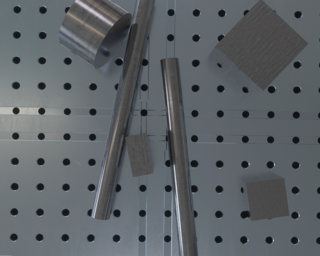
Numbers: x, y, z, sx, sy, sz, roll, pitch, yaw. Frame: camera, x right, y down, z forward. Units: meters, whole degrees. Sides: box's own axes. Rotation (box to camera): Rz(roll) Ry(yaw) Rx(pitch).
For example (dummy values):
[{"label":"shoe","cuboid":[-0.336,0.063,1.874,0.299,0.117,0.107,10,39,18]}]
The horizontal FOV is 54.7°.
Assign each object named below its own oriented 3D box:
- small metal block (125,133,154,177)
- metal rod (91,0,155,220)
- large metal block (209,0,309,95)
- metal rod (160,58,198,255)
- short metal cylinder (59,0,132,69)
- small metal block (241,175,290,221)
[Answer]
[{"label":"small metal block","cuboid":[-0.025,0.033,0.401,0.025,0.050,0.050,-11,90,0]},{"label":"metal rod","cuboid":[-0.049,-0.028,0.412,0.025,0.025,0.298,12,90,0]},{"label":"large metal block","cuboid":[0.124,-0.102,0.402,0.080,0.050,0.080,43,90,0]},{"label":"metal rod","cuboid":[0.027,0.057,0.413,0.025,0.025,0.298,-6,90,0]},{"label":"short metal cylinder","cuboid":[-0.079,-0.122,0.385,0.050,0.080,0.080,35,90,0]},{"label":"small metal block","cuboid":[0.140,0.093,0.415,0.050,0.025,0.050,-8,90,0]}]
